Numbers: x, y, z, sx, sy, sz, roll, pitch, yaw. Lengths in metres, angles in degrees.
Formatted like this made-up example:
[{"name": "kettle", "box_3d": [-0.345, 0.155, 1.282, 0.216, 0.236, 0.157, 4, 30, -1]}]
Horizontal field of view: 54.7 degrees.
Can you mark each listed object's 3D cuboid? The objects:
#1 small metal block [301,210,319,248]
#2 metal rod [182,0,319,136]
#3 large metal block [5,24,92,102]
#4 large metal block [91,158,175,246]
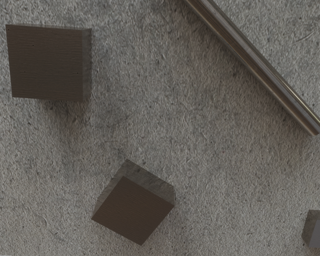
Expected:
[{"name": "small metal block", "box_3d": [0.251, 0.154, 0.470, 0.050, 0.025, 0.050, 4, 110, -2]}, {"name": "metal rod", "box_3d": [0.100, -0.096, 0.375, 0.300, 0.025, 0.025, 42, 105, -14]}, {"name": "large metal block", "box_3d": [-0.126, -0.078, 0.366, 0.081, 0.050, 0.079, 4, 110, -2]}, {"name": "large metal block", "box_3d": [-0.037, 0.104, 0.434, 0.080, 0.050, 0.080, 33, 107, -12]}]
